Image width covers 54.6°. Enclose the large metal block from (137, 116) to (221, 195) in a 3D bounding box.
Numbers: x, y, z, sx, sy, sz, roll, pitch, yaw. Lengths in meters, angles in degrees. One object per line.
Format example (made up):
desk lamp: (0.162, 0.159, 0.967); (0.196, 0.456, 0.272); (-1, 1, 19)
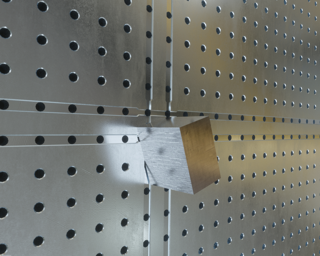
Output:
large metal block: (0.023, 0.031, 0.391); (0.050, 0.080, 0.080); (-21, 103, -38)
